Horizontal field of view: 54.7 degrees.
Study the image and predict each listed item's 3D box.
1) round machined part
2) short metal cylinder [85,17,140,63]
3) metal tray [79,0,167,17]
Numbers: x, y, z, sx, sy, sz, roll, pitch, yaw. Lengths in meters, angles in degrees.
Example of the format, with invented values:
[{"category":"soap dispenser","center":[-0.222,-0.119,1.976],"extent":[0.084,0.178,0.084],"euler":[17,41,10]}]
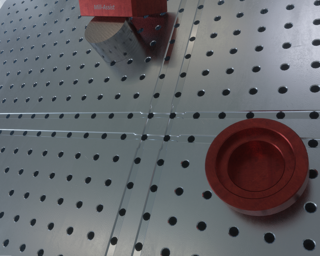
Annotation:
[{"category":"round machined part","center":[0.100,0.042,0.319],"extent":[0.098,0.042,0.098],"euler":[-13,56,21]},{"category":"short metal cylinder","center":[-0.081,-0.160,0.532],"extent":[0.080,0.050,0.080],"euler":[-13,56,20]},{"category":"metal tray","center":[-0.064,-0.214,0.538],"extent":[0.130,0.030,0.091],"euler":[15,30,34]}]
